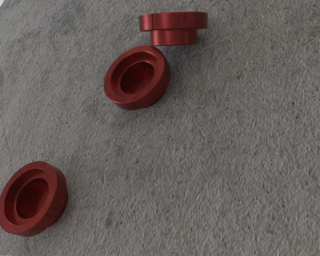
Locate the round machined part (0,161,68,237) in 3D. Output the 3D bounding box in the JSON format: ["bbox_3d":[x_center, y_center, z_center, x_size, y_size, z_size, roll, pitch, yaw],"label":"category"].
[{"bbox_3d":[-0.166,0.098,0.420,0.098,0.042,0.098,-13,56,21],"label":"round machined part"}]

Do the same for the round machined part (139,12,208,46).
[{"bbox_3d":[0.020,-0.141,0.447,0.098,0.099,0.042,8,109,31],"label":"round machined part"}]

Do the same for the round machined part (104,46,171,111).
[{"bbox_3d":[-0.029,-0.067,0.448,0.098,0.042,0.098,-13,58,22],"label":"round machined part"}]
